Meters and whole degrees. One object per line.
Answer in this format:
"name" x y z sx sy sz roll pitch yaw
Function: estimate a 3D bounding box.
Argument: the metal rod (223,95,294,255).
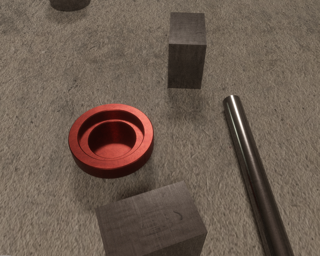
"metal rod" 0.112 0.077 0.339 0.025 0.025 0.300 -3 50 -3

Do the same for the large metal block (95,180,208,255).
"large metal block" -0.008 0.100 0.283 0.081 0.080 0.050 -15 52 -13

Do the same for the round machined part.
"round machined part" -0.056 0.020 0.375 0.099 0.042 0.098 0 50 0

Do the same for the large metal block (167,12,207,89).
"large metal block" 0.039 -0.116 0.465 0.050 0.080 0.080 2 50 2

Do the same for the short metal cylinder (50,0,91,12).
"short metal cylinder" -0.183 -0.275 0.616 0.081 0.050 0.080 0 50 0
